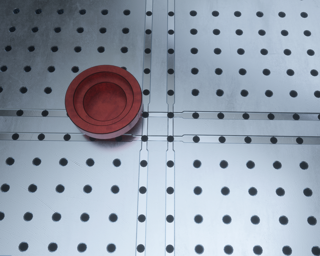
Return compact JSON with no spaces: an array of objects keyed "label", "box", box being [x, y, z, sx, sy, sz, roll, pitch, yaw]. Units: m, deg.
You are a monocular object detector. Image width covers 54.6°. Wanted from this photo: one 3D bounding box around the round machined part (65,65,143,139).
[{"label":"round machined part","box":[-0.072,-0.031,0.414,0.099,0.042,0.098,0,70,0]}]
